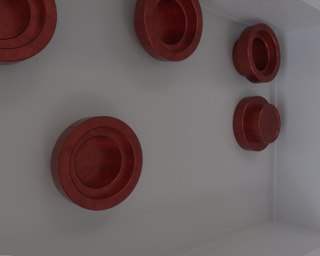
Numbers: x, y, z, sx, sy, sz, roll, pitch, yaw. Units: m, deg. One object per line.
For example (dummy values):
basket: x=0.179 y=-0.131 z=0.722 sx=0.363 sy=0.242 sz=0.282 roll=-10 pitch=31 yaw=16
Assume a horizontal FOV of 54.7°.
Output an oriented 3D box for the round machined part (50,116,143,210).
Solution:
round machined part: x=-0.071 y=0.036 z=0.336 sx=0.099 sy=0.042 sz=0.097 roll=0 pitch=90 yaw=-40

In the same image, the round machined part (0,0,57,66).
round machined part: x=-0.147 y=-0.104 z=0.272 sx=0.099 sy=0.042 sz=0.097 roll=0 pitch=90 yaw=-40

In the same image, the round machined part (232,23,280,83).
round machined part: x=0.162 y=-0.125 z=0.530 sx=0.099 sy=0.042 sz=0.097 roll=0 pitch=90 yaw=-40

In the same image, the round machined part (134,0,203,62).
round machined part: x=0.006 y=-0.134 z=0.394 sx=0.099 sy=0.042 sz=0.097 roll=-10 pitch=104 yaw=-40

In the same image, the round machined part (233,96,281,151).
round machined part: x=0.175 y=-0.008 z=0.542 sx=0.099 sy=0.042 sz=0.097 roll=0 pitch=90 yaw=-40
